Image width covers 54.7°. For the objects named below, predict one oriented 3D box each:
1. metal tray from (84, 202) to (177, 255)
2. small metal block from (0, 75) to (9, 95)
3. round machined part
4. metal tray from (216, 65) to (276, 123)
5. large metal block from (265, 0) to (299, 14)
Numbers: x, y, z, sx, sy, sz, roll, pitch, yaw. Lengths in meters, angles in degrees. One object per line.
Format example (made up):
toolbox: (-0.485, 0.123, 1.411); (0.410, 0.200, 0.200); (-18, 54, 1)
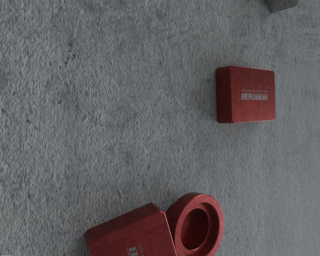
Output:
metal tray: (-0.025, 0.165, 0.365); (0.091, 0.030, 0.129); (-19, 103, -19)
small metal block: (-0.161, -0.040, 0.254); (0.050, 0.050, 0.025); (33, 70, -36)
round machined part: (0.042, 0.138, 0.431); (0.099, 0.042, 0.097); (0, 90, -40)
metal tray: (0.150, -0.056, 0.530); (0.131, 0.030, 0.089); (-4, 93, -40)
large metal block: (0.229, -0.280, 0.583); (0.080, 0.050, 0.080); (44, 63, -31)
